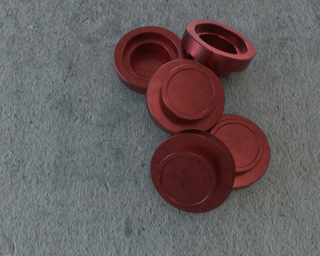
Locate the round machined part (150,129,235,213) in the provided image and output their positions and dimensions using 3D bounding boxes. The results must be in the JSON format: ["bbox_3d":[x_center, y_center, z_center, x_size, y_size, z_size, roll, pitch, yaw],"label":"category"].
[{"bbox_3d":[0.034,0.053,0.354,0.098,0.042,0.097,5,105,18],"label":"round machined part"}]

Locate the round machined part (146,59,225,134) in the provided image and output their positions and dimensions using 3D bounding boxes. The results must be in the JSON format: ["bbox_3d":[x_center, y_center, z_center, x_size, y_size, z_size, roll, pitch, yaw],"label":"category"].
[{"bbox_3d":[0.033,-0.039,0.380,0.099,0.042,0.097,1,80,-8],"label":"round machined part"}]

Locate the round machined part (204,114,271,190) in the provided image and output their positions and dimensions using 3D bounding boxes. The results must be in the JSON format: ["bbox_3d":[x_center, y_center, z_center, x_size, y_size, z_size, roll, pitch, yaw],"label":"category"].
[{"bbox_3d":[0.091,0.027,0.391,0.099,0.042,0.098,0,70,-1],"label":"round machined part"}]

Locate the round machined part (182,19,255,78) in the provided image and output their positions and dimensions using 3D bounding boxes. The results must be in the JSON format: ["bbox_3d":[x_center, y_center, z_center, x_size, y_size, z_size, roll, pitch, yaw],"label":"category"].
[{"bbox_3d":[0.076,-0.105,0.425,0.099,0.042,0.098,13,42,-12],"label":"round machined part"}]

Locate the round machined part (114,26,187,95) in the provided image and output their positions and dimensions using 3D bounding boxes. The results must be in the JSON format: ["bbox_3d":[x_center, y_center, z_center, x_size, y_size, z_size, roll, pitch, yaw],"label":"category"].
[{"bbox_3d":[-0.013,-0.089,0.433,0.099,0.042,0.098,0,70,-1],"label":"round machined part"}]
